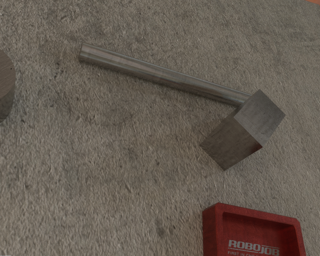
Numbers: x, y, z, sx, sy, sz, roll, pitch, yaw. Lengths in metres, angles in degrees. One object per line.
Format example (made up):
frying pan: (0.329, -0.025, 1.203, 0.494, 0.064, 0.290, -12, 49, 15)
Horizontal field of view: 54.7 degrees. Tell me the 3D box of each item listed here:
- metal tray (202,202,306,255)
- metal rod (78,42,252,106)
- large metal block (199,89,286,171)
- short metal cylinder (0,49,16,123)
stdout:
metal tray: (0.116, 0.147, 0.372, 0.131, 0.030, 0.090, 16, 55, -19)
metal rod: (0.032, -0.070, 0.463, 0.302, 0.025, 0.025, 13, 56, -21)
large metal block: (0.113, 0.003, 0.427, 0.050, 0.080, 0.080, 46, 51, 4)
short metal cylinder: (-0.191, -0.043, 0.311, 0.081, 0.050, 0.080, 14, 56, -21)
